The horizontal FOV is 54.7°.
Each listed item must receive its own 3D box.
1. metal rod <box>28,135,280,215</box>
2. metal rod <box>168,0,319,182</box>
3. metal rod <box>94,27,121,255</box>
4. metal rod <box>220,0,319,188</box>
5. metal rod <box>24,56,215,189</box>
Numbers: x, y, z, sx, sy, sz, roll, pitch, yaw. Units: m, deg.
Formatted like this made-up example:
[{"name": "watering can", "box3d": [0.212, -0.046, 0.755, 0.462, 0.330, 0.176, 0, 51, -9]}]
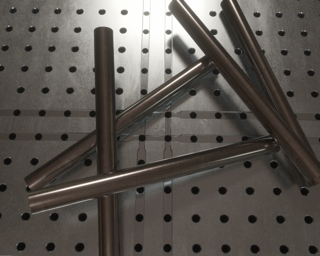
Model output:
[{"name": "metal rod", "box3d": [0.008, 0.049, 0.364, 0.302, 0.025, 0.025, -11, 70, -16]}, {"name": "metal rod", "box3d": [0.104, -0.062, 0.408, 0.025, 0.025, 0.299, -32, 74, -11]}, {"name": "metal rod", "box3d": [-0.065, 0.019, 0.379, 0.025, 0.025, 0.298, -3, 79, -2]}, {"name": "metal rod", "box3d": [0.152, -0.063, 0.436, 0.025, 0.025, 0.299, -17, 71, -6]}, {"name": "metal rod", "box3d": [-0.041, -0.014, 0.416, 0.301, 0.025, 0.025, -36, 74, -13]}]
